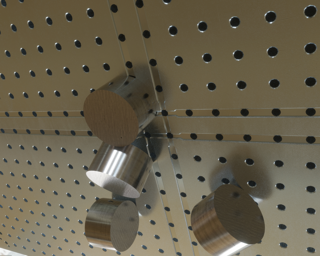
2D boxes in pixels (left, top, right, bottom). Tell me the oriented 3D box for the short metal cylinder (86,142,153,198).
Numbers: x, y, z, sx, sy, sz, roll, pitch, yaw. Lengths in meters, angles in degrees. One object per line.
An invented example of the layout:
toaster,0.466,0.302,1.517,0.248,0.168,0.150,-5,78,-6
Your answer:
short metal cylinder,-0.056,0.059,0.440,0.080,0.050,0.080,18,152,10

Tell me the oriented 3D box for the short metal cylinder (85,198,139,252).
short metal cylinder,-0.078,0.159,0.513,0.050,0.080,0.080,-2,118,29

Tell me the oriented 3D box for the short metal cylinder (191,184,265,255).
short metal cylinder,0.088,0.121,0.403,0.080,0.080,0.050,40,129,0

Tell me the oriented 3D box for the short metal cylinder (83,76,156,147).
short metal cylinder,-0.052,-0.022,0.407,0.080,0.050,0.079,13,124,20
